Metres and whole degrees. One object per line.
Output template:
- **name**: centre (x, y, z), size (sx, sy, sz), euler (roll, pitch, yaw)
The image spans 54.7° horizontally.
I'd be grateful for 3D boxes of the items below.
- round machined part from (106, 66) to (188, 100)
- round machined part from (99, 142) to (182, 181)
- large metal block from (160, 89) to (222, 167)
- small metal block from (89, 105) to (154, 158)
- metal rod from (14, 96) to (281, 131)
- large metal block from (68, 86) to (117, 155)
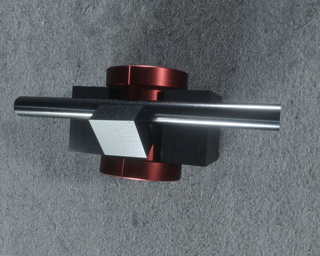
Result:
- **round machined part**: centre (-0.016, -0.047, 0.377), size (0.098, 0.098, 0.042), euler (4, 92, 20)
- **round machined part**: centre (-0.022, 0.036, 0.379), size (0.098, 0.098, 0.042), euler (5, 87, 20)
- **large metal block**: centre (0.040, -0.001, 0.367), size (0.050, 0.080, 0.079), euler (4, 92, 20)
- **small metal block**: centre (-0.039, 0.003, 0.324), size (0.050, 0.025, 0.050), euler (2, 131, 21)
- **metal rod**: centre (-0.031, -0.018, 0.336), size (0.301, 0.025, 0.025), euler (4, 91, 20)
- **large metal block**: centre (-0.072, -0.010, 0.406), size (0.050, 0.080, 0.079), euler (5, 92, 20)
